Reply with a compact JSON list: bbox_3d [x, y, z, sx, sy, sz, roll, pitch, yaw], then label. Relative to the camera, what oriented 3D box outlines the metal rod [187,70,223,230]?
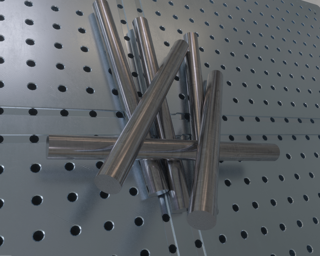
[{"bbox_3d":[0.063,-0.003,0.386,0.025,0.025,0.301,31,34,-8],"label":"metal rod"}]

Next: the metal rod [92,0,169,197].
[{"bbox_3d":[-0.046,-0.055,0.416,0.025,0.025,0.299,-5,64,-30],"label":"metal rod"}]

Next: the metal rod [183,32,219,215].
[{"bbox_3d":[0.055,-0.025,0.452,0.025,0.025,0.299,12,57,-22],"label":"metal rod"}]

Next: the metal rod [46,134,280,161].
[{"bbox_3d":[0.025,0.026,0.371,0.302,0.025,0.025,3,60,-26],"label":"metal rod"}]

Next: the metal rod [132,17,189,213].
[{"bbox_3d":[-0.003,-0.035,0.427,0.025,0.025,0.299,2,61,-27],"label":"metal rod"}]

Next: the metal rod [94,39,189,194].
[{"bbox_3d":[-0.006,-0.041,0.383,0.025,0.025,0.301,32,40,-7],"label":"metal rod"}]
